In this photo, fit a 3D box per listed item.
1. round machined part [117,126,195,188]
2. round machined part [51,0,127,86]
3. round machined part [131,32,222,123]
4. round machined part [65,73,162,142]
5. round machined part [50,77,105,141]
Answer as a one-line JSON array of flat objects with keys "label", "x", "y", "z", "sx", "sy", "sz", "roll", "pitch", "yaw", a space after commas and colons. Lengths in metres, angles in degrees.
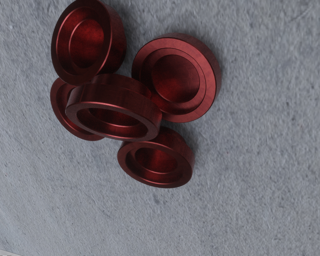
[{"label": "round machined part", "x": -0.003, "y": 0.034, "z": 0.405, "sx": 0.098, "sy": 0.042, "sz": 0.097, "roll": 10, "pitch": 139, "yaw": 10}, {"label": "round machined part", "x": -0.078, "y": -0.095, "z": 0.358, "sx": 0.098, "sy": 0.042, "sz": 0.097, "roll": -2, "pitch": 87, "yaw": 34}, {"label": "round machined part", "x": 0.021, "y": -0.058, "z": 0.348, "sx": 0.098, "sy": 0.042, "sz": 0.097, "roll": 13, "pitch": 124, "yaw": 20}, {"label": "round machined part", "x": -0.046, "y": -0.023, "z": 0.331, "sx": 0.099, "sy": 0.042, "sz": 0.098, "roll": 9, "pitch": 158, "yaw": 4}, {"label": "round machined part", "x": -0.096, "y": -0.034, "z": 0.424, "sx": 0.098, "sy": 0.042, "sz": 0.097, "roll": 13, "pitch": 124, "yaw": 20}]
